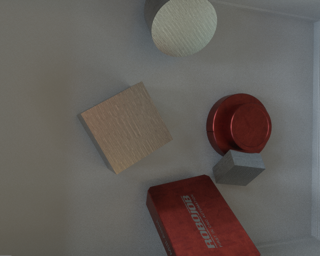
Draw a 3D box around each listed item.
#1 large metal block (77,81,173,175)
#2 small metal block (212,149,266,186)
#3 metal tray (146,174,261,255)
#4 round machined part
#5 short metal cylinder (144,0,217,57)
[{"bbox_3d":[-0.044,-0.001,0.382,0.080,0.050,0.080,-31,101,-18],"label":"large metal block"},{"bbox_3d":[0.110,0.057,0.437,0.050,0.050,0.025,9,49,-20],"label":"small metal block"},{"bbox_3d":[0.046,0.121,0.378,0.091,0.130,0.030,-9,131,-20],"label":"metal tray"},{"bbox_3d":[0.120,-0.002,0.448,0.099,0.042,0.097,0,90,-21],"label":"round machined part"},{"bbox_3d":[0.024,-0.136,0.385,0.081,0.050,0.080,-9,137,-9],"label":"short metal cylinder"}]
